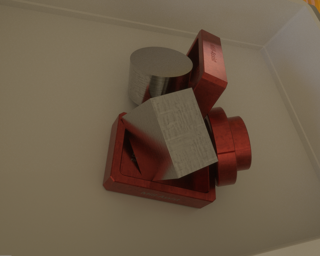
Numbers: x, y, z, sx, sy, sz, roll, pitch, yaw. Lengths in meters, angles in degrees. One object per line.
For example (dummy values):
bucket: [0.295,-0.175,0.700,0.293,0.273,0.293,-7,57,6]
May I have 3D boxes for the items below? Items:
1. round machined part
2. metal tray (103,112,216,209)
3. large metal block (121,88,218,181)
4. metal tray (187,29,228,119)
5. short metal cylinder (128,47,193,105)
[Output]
round machined part: [0.083,0.021,0.386,0.042,0.098,0.098,-9,63,1]
metal tray: [0.003,0.040,0.378,0.131,0.030,0.090,16,55,-19]
large metal block: [0.007,0.010,0.338,0.050,0.080,0.080,-18,87,-29]
metal tray: [0.047,-0.062,0.407,0.030,0.089,0.130,22,38,-12]
short metal cylinder: [-0.001,-0.067,0.410,0.081,0.050,0.080,6,39,-4]
